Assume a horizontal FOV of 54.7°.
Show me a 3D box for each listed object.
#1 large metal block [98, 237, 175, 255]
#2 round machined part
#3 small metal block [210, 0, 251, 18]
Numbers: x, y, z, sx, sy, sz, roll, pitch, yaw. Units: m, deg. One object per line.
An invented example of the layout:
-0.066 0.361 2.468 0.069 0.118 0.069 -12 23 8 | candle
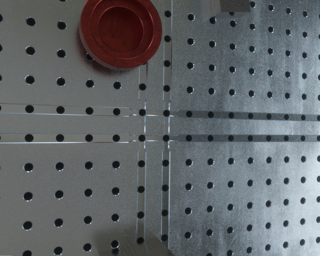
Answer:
-0.025 0.180 0.375 0.081 0.080 0.050 -8 93 -20 | large metal block
-0.050 -0.120 0.386 0.099 0.042 0.097 0 90 -21 | round machined part
0.101 -0.190 0.451 0.050 0.025 0.050 -8 93 -20 | small metal block
